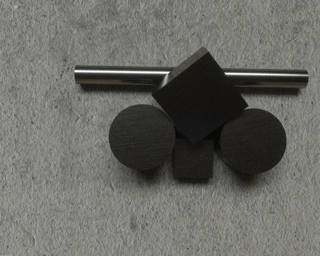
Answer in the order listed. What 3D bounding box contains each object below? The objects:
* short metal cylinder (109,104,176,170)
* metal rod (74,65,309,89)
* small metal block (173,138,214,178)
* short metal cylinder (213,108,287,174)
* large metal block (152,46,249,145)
[{"bbox_3d":[-0.021,0.011,0.398,0.081,0.050,0.079,0,90,0],"label":"short metal cylinder"},{"bbox_3d":[0.041,-0.068,0.411,0.302,0.025,0.025,1,90,0],"label":"metal rod"},{"bbox_3d":[0.044,0.039,0.412,0.050,0.025,0.050,2,90,0],"label":"small metal block"},{"bbox_3d":[0.113,0.016,0.399,0.081,0.050,0.079,0,90,0],"label":"short metal cylinder"},{"bbox_3d":[0.047,-0.041,0.381,0.080,0.050,0.080,-37,107,13],"label":"large metal block"}]
